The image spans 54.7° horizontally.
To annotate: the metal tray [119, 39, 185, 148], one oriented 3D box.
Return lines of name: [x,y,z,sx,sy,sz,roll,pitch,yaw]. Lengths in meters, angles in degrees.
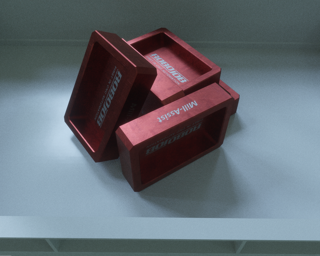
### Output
metal tray: [-0.023,-0.043,0.396,0.030,0.089,0.130,-30,57,-23]

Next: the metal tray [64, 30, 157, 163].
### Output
metal tray: [-0.064,-0.035,0.366,0.030,0.129,0.090,-6,42,-47]

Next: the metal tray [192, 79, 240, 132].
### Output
metal tray: [0.037,-0.053,0.447,0.091,0.030,0.130,-28,55,-20]

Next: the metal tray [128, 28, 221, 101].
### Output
metal tray: [0.009,-0.086,0.433,0.091,0.030,0.130,-30,56,-23]

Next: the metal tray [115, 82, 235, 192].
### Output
metal tray: [0.018,0.011,0.351,0.131,0.089,0.030,-26,55,-21]
